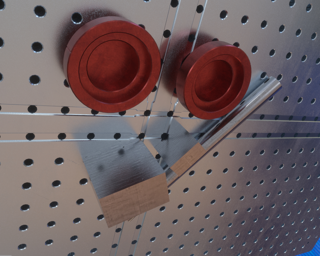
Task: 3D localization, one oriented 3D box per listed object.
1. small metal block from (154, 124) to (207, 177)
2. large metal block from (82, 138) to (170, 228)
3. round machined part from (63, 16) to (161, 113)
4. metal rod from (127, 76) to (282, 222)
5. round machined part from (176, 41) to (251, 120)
[{"bbox_3d":[0.027,0.030,0.429,0.050,0.050,0.025,-42,130,1],"label":"small metal block"},{"bbox_3d":[-0.044,0.066,0.392,0.081,0.080,0.050,-20,126,-17],"label":"large metal block"},{"bbox_3d":[-0.052,-0.069,0.329,0.099,0.042,0.097,-14,124,-21],"label":"round machined part"},{"bbox_3d":[0.060,0.031,0.463,0.300,0.025,0.025,-41,130,0],"label":"metal rod"},{"bbox_3d":[0.064,-0.063,0.396,0.099,0.042,0.097,-14,124,-21],"label":"round machined part"}]
